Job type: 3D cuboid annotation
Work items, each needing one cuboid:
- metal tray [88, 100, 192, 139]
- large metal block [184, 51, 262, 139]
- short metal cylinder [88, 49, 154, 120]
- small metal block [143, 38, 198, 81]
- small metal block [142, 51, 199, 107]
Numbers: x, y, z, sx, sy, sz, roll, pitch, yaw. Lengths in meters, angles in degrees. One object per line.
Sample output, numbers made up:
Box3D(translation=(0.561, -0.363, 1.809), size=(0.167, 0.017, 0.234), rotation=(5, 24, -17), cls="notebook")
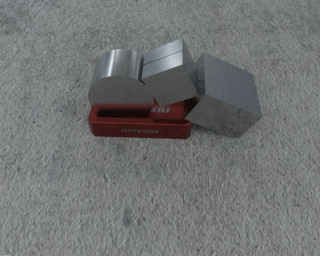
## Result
Box3D(translation=(-0.024, -0.030, 0.426), size=(0.131, 0.030, 0.090), rotation=(2, 50, 1), cls="metal tray")
Box3D(translation=(0.079, -0.042, 0.406), size=(0.080, 0.050, 0.080), rotation=(20, 48, -18), cls="large metal block")
Box3D(translation=(-0.047, -0.053, 0.396), size=(0.081, 0.080, 0.050), rotation=(1, 50, 0), cls="short metal cylinder")
Box3D(translation=(0.014, -0.076, 0.384), size=(0.050, 0.050, 0.025), rotation=(-16, 45, 21), cls="small metal block")
Box3D(translation=(0.013, -0.056, 0.367), size=(0.050, 0.050, 0.025), rotation=(-16, 45, 21), cls="small metal block")
